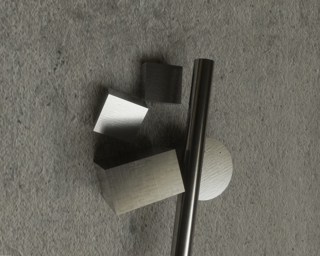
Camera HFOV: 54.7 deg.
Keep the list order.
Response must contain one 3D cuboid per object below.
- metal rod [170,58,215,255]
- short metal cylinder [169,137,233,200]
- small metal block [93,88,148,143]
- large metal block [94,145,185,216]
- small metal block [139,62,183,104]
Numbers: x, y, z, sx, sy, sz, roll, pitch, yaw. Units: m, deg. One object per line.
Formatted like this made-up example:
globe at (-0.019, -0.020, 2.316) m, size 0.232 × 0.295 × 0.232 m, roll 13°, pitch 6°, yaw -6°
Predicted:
metal rod at (0.035, 0.067, 0.370) m, size 0.025 × 0.025 × 0.298 m, roll 8°, pitch 87°, yaw -20°
short metal cylinder at (0.049, 0.052, 0.415) m, size 0.081 × 0.050 × 0.079 m, roll 0°, pitch 90°, yaw -20°
small metal block at (-0.049, -0.015, 0.382) m, size 0.050 × 0.025 × 0.050 m, roll 20°, pitch 109°, yaw -19°
large metal block at (-0.028, 0.057, 0.370) m, size 0.081 × 0.080 × 0.050 m, roll -15°, pitch 96°, yaw -20°
small metal block at (0.001, -0.058, 0.410) m, size 0.050 × 0.025 × 0.050 m, roll 3°, pitch 89°, yaw -21°
